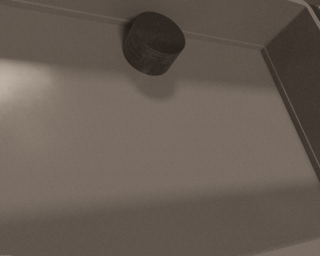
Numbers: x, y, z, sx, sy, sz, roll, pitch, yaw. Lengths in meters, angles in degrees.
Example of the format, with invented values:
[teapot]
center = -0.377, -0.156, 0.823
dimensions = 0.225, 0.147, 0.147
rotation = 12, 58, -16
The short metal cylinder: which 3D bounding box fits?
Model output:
[short metal cylinder]
center = -0.010, -0.125, 0.463
dimensions = 0.081, 0.050, 0.080
rotation = 14, 56, -21
